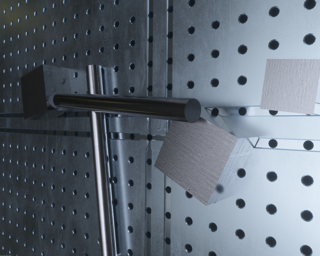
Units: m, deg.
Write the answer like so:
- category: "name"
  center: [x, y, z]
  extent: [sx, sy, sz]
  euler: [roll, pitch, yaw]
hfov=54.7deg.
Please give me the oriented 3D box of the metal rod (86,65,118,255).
- category: "metal rod"
  center: [-0.092, 0.050, 0.485]
  extent: [0.025, 0.025, 0.298]
  euler: [-9, 84, 39]

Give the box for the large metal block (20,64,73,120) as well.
- category: "large metal block"
  center: [-0.207, -0.062, 0.565]
  extent: [0.080, 0.050, 0.080]
  euler: [-14, 81, 39]

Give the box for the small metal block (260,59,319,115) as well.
- category: "small metal block"
  center: [0.130, -0.040, 0.302]
  extent: [0.050, 0.025, 0.050]
  euler: [11, 97, 39]

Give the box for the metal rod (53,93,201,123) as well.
- category: "metal rod"
  center: [-0.069, -0.033, 0.419]
  extent: [0.300, 0.025, 0.025]
  euler: [9, 96, 47]

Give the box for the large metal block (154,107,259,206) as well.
- category: "large metal block"
  center: [0.050, 0.027, 0.352]
  extent: [0.080, 0.050, 0.079]
  euler: [33, 111, 35]
